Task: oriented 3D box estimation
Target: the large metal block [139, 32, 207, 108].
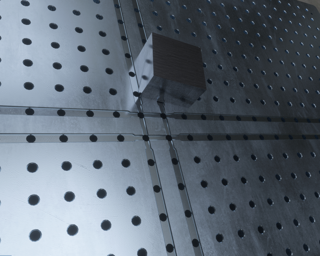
[{"bbox_3d":[0.016,-0.083,0.453,0.081,0.050,0.080,11,57,-23],"label":"large metal block"}]
